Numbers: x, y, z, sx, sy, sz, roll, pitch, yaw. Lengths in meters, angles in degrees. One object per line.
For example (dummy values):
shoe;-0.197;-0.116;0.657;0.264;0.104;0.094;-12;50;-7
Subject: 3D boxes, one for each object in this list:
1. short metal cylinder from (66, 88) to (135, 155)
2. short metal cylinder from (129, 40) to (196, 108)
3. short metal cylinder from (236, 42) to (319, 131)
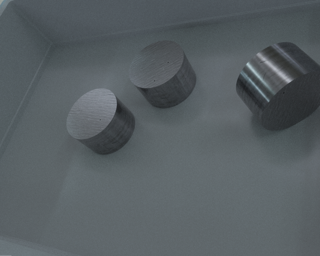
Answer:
short metal cylinder;-0.083;-0.009;0.437;0.080;0.050;0.080;-13;56;20
short metal cylinder;0.004;-0.074;0.432;0.080;0.050;0.080;-13;56;20
short metal cylinder;0.129;-0.043;0.328;0.080;0.080;0.050;-32;52;7
